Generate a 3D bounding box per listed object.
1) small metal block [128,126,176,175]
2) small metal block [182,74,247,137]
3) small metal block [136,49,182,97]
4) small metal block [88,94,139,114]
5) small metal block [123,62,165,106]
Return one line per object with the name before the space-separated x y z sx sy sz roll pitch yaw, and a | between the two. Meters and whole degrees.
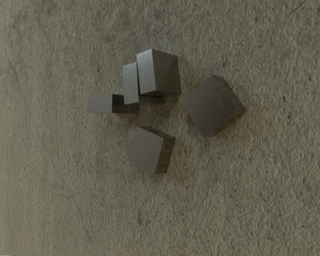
small metal block | -0.011 0.029 0.414 0.050 0.025 0.050 23 105 37
small metal block | 0.061 -0.024 0.354 0.050 0.025 0.050 -43 64 31
small metal block | -0.001 -0.067 0.389 0.025 0.050 0.050 -10 84 40
small metal block | -0.066 -0.033 0.443 0.050 0.050 0.025 3 92 40
small metal block | -0.021 -0.056 0.406 0.025 0.050 0.050 -5 87 40
